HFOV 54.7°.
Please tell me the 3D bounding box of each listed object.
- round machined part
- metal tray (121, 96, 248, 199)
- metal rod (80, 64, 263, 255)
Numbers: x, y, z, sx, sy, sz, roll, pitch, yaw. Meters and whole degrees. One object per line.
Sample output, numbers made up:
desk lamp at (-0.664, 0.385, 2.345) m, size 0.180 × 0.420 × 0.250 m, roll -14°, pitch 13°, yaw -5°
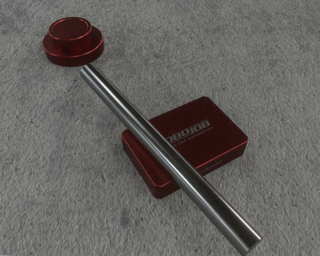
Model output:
round machined part at (-0.145, -0.149, 0.515) m, size 0.099 × 0.042 × 0.098 m, roll 0°, pitch 50°, yaw 0°
metal tray at (0.030, 0.019, 0.385) m, size 0.131 × 0.030 × 0.090 m, roll -24°, pitch 54°, yaw -20°
metal rod at (-0.008, 0.014, 0.351) m, size 0.025 × 0.025 × 0.300 m, roll -30°, pitch 57°, yaw -23°
